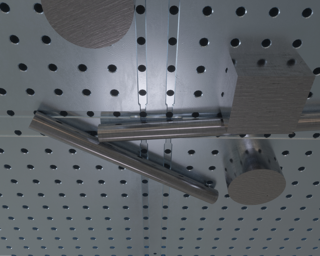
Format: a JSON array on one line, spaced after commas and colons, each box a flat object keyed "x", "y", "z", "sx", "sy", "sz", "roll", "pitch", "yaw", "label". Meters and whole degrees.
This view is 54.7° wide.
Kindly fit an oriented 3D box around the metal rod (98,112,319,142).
[{"x": 0.070, "y": -0.001, "z": 0.411, "sx": 0.302, "sy": 0.025, "sz": 0.025, "roll": -3, "pitch": 130, "yaw": 2, "label": "metal rod"}]

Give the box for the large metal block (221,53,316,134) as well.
[{"x": 0.120, "y": -0.039, "z": 0.363, "sx": 0.081, "sy": 0.050, "sz": 0.079, "roll": 0, "pitch": 130, "yaw": -1, "label": "large metal block"}]

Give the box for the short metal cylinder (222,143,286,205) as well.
[{"x": 0.136, "y": 0.069, "z": 0.455, "sx": 0.081, "sy": 0.050, "sz": 0.079, "roll": 0, "pitch": 130, "yaw": 0, "label": "short metal cylinder"}]

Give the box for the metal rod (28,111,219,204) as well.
[{"x": -0.038, "y": 0.051, "z": 0.454, "sx": 0.301, "sy": 0.025, "sz": 0.025, "roll": 26, "pitch": 125, "yaw": -21, "label": "metal rod"}]

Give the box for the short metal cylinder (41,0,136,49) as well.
[{"x": -0.063, "y": -0.123, "z": 0.290, "sx": 0.081, "sy": 0.050, "sz": 0.079, "roll": 0, "pitch": 130, "yaw": 0, "label": "short metal cylinder"}]
